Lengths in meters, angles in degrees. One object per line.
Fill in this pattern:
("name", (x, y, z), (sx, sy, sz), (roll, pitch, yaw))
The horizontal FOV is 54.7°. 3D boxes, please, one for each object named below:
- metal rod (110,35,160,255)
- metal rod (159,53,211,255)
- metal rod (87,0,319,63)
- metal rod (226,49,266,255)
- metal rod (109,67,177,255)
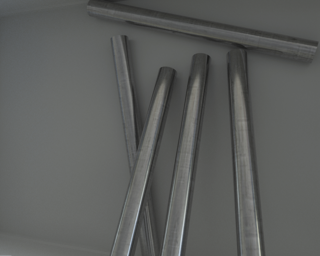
("metal rod", (-0.034, 0.023, 0.422), (0.025, 0.025, 0.298), (-10, 87, 20))
("metal rod", (0.027, 0.048, 0.337), (0.025, 0.025, 0.299), (2, 66, 20))
("metal rod", (0.039, -0.129, 0.396), (0.301, 0.025, 0.025), (18, 96, 19))
("metal rod", (0.087, 0.047, 0.317), (0.025, 0.025, 0.299), (-7, 64, 20))
("metal rod", (-0.022, 0.061, 0.351), (0.025, 0.025, 0.299), (5, 66, 20))
